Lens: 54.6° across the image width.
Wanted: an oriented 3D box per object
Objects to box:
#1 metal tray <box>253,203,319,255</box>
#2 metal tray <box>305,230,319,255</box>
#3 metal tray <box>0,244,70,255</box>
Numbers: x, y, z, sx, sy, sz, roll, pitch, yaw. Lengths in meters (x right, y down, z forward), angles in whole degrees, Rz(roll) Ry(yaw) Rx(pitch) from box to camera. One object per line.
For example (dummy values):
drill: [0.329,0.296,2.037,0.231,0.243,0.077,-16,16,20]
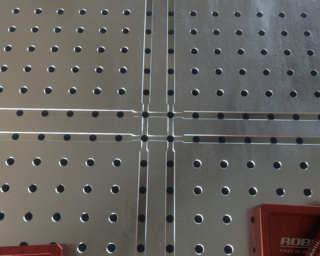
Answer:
metal tray: [0.179,0.138,0.359,0.131,0.030,0.090,3,70,1]
metal tray: [0.210,0.144,0.325,0.090,0.030,0.130,37,74,12]
metal tray: [-0.172,0.179,0.342,0.131,0.030,0.090,-2,70,-1]
